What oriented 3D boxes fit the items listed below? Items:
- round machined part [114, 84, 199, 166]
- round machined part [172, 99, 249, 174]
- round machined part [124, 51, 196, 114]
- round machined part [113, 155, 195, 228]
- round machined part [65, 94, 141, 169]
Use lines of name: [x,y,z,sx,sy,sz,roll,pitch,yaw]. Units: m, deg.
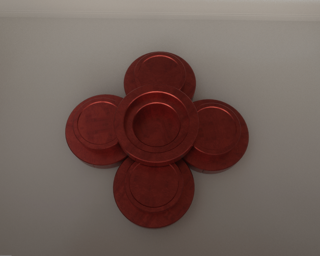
round machined part: [-0.004,-0.001,0.376,0.099,0.042,0.098,0,70,0]
round machined part: [0.065,0.007,0.396,0.099,0.042,0.098,0,70,0]
round machined part: [0.000,-0.063,0.420,0.099,0.042,0.098,0,70,0]
round machined part: [-0.007,0.069,0.373,0.099,0.042,0.098,1,68,-1]
round machined part: [-0.073,0.000,0.397,0.099,0.042,0.098,0,70,0]
